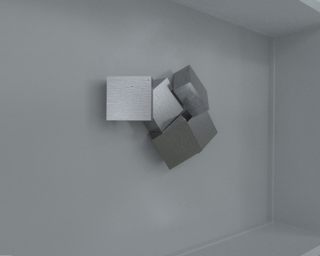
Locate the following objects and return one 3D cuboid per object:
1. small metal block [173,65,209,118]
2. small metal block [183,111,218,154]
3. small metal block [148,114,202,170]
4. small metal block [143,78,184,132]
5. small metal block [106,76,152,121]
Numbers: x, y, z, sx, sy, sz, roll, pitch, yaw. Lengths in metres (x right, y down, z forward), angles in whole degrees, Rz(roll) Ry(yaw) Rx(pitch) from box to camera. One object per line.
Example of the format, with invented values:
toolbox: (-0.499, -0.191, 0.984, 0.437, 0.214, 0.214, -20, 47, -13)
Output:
small metal block: (0.043, -0.051, 0.428, 0.050, 0.025, 0.050, 51, 25, -28)
small metal block: (0.052, 0.001, 0.450, 0.050, 0.025, 0.050, -43, 117, -31)
small metal block: (0.020, 0.018, 0.408, 0.050, 0.025, 0.050, -31, 113, -3)
small metal block: (-0.002, -0.030, 0.404, 0.050, 0.025, 0.050, -45, 118, -31)
small metal block: (-0.034, -0.033, 0.360, 0.050, 0.025, 0.050, 0, 89, 3)
